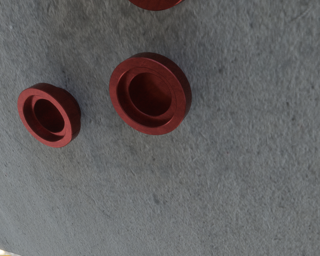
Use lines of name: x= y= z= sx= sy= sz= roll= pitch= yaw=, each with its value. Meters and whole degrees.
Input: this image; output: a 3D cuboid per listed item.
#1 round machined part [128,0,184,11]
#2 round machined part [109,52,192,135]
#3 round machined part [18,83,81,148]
round machined part: x=-0.009 y=-0.164 z=0.298 sx=0.098 sy=0.042 sz=0.097 roll=13 pitch=124 yaw=20
round machined part: x=-0.008 y=-0.043 z=0.372 sx=0.098 sy=0.042 sz=0.097 roll=13 pitch=124 yaw=20
round machined part: x=-0.159 y=-0.022 z=0.463 sx=0.098 sy=0.042 sz=0.097 roll=13 pitch=124 yaw=20
